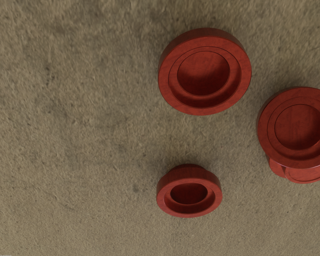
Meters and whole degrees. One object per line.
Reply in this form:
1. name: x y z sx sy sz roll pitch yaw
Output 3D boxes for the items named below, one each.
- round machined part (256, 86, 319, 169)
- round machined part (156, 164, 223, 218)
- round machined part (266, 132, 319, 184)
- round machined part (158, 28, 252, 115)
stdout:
1. round machined part: 0.168 -0.003 0.378 0.098 0.042 0.097 2 101 10
2. round machined part: 0.044 0.093 0.476 0.099 0.042 0.097 -1 130 0
3. round machined part: 0.203 0.041 0.434 0.099 0.042 0.097 -1 130 0
4. round machined part: 0.047 -0.064 0.342 0.099 0.042 0.097 -1 130 0
